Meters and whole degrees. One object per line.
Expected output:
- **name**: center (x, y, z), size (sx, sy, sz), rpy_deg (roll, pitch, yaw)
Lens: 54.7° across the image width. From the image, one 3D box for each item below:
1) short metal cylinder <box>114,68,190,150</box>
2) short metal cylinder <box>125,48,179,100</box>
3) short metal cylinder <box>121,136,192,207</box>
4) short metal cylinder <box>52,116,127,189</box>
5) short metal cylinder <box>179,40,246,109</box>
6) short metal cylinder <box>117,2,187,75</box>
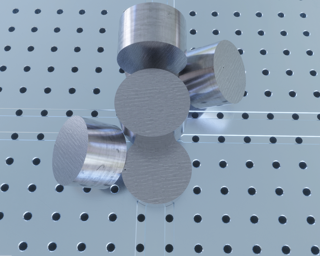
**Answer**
- **short metal cylinder**: center (-0.008, -0.020, 0.352), size (0.081, 0.050, 0.080), rpy_deg (0, 70, 0)
- **short metal cylinder**: center (-0.007, -0.074, 0.425), size (0.081, 0.050, 0.080), rpy_deg (0, 71, 0)
- **short metal cylinder**: center (-0.004, 0.054, 0.378), size (0.081, 0.050, 0.080), rpy_deg (0, 71, 0)
- **short metal cylinder**: center (-0.084, 0.030, 0.365), size (0.050, 0.080, 0.080), rpy_deg (16, 63, -42)
- **short metal cylinder**: center (0.069, -0.067, 0.400), size (0.050, 0.080, 0.080), rpy_deg (-7, 64, 41)
- **short metal cylinder**: center (-0.009, -0.099, 0.364), size (0.081, 0.080, 0.050), rpy_deg (0, 70, 0)
